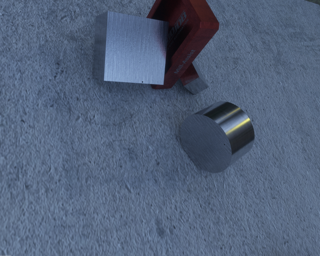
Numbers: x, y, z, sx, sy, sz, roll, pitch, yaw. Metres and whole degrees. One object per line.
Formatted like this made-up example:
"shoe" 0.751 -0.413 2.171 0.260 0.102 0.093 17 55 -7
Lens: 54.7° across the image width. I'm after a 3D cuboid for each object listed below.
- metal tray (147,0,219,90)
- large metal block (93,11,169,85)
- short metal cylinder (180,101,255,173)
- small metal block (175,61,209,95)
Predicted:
"metal tray" 0.015 -0.124 0.418 0.030 0.129 0.090 -9 65 -34
"large metal block" -0.039 -0.100 0.403 0.081 0.050 0.079 0 101 -28
"short metal cylinder" 0.073 0.011 0.401 0.050 0.080 0.080 -27 77 -37
"small metal block" 0.045 -0.082 0.462 0.050 0.025 0.050 22 41 -64
